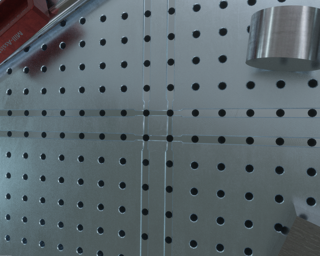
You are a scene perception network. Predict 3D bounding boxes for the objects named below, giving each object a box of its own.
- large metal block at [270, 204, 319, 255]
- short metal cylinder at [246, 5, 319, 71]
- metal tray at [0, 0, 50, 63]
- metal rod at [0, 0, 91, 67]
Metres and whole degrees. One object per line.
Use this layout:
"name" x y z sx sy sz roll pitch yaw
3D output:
"large metal block" 0.171 0.143 0.339 0.080 0.050 0.080 24 98 18
"short metal cylinder" 0.137 -0.093 0.335 0.080 0.080 0.050 7 93 20
"metal tray" -0.230 -0.156 0.469 0.130 0.030 0.090 -33 54 14
"metal rod" -0.208 -0.143 0.486 0.300 0.025 0.025 -28 81 17
